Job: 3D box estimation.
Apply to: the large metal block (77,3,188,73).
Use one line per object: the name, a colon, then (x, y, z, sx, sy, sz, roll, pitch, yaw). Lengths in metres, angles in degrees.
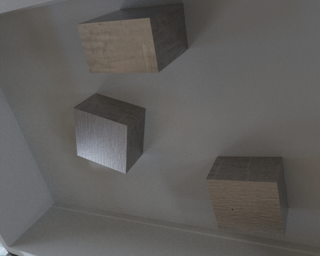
large metal block: (-0.024, -0.095, 0.327, 0.080, 0.080, 0.050, 5, 121, 26)

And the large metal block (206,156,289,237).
large metal block: (0.111, 0.083, 0.385, 0.080, 0.050, 0.080, -3, 117, 29)

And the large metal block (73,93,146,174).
large metal block: (-0.069, 0.006, 0.433, 0.080, 0.050, 0.079, 18, 126, 18)
